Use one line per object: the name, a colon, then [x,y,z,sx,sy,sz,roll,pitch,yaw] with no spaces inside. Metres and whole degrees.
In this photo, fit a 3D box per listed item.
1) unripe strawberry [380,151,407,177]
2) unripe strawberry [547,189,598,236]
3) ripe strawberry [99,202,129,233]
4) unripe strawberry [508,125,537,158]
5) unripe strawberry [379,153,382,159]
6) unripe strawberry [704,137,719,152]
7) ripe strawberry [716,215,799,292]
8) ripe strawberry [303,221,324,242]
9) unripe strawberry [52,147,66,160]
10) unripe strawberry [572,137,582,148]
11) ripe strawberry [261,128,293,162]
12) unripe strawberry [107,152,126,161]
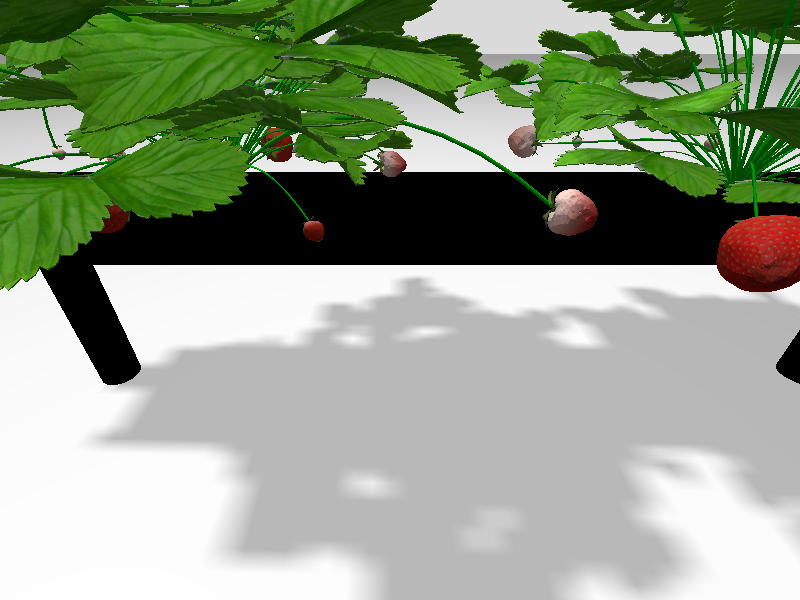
unripe strawberry: [-0.006,-0.132,0.389,0.025,0.024,0.027,-8,34,-16]
unripe strawberry: [0.116,-0.057,0.268,0.030,0.032,0.028,20,37,9]
ripe strawberry: [-0.208,-0.061,0.273,0.036,0.031,0.036,19,38,26]
unripe strawberry: [0.140,-0.181,0.455,0.033,0.034,0.030,24,40,33]
unripe strawberry: [-0.018,-0.161,0.447,0.009,0.010,0.010,34,-17,40]
unripe strawberry: [0.372,-0.186,0.479,0.015,0.016,0.017,15,36,22]
ripe strawberry: [0.190,-0.022,0.208,0.041,0.043,0.044,19,38,27]
ripe strawberry: [-0.057,-0.046,0.269,0.015,0.015,0.013,-28,-4,-36]
unripe strawberry: [-0.364,-0.156,0.428,0.010,0.012,0.012,14,36,20]
unripe strawberry: [0.207,-0.184,0.469,0.011,0.011,0.011,-18,37,-26]
ripe strawberry: [-0.135,-0.173,0.446,0.034,0.036,0.037,5,33,8]
unripe strawberry: [-0.298,-0.148,0.422,0.019,0.017,0.019,-27,11,43]
